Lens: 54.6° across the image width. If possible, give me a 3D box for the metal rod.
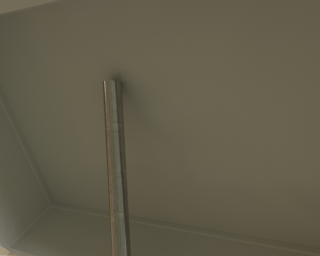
[{"bbox_3d":[-0.055,0.088,0.412,0.025,0.025,0.298,-2,92,29],"label":"metal rod"}]
